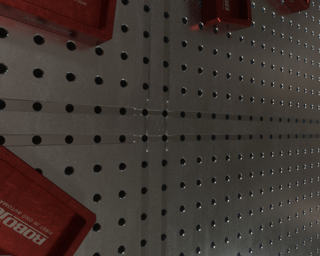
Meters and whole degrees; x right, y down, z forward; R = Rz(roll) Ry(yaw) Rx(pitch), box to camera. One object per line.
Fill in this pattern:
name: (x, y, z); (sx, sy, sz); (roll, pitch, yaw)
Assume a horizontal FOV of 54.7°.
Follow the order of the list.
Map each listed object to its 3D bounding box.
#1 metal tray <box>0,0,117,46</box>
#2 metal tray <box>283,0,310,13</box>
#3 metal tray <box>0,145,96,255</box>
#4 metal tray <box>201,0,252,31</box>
metal tray: (-0.107, -0.148, 0.316); (0.131, 0.030, 0.089); (10, 84, -40)
metal tray: (0.267, -0.309, 0.632); (0.131, 0.030, 0.090); (21, 76, -38)
metal tray: (-0.135, 0.088, 0.293); (0.130, 0.030, 0.090); (48, 61, -29)
metal tray: (0.106, -0.228, 0.496); (0.091, 0.030, 0.129); (-9, 96, -40)
